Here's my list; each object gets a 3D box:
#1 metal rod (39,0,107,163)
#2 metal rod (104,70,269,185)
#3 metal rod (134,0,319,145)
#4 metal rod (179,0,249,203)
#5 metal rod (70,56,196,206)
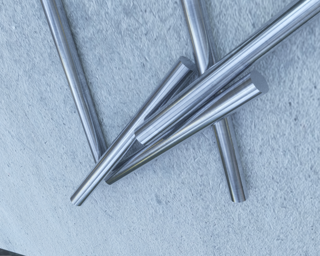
[{"bbox_3d":[-0.116,-0.070,0.424,0.025,0.025,0.298,3,120,27],"label":"metal rod"},{"bbox_3d":[0.007,0.019,0.393,0.025,0.025,0.299,48,135,-6],"label":"metal rod"},{"bbox_3d":[0.081,-0.068,0.296,0.299,0.025,0.025,-37,97,31],"label":"metal rod"},{"bbox_3d":[0.061,-0.041,0.349,0.025,0.025,0.298,-4,117,30],"label":"metal rod"},{"bbox_3d":[-0.051,0.022,0.426,0.025,0.025,0.298,41,123,0],"label":"metal rod"}]
